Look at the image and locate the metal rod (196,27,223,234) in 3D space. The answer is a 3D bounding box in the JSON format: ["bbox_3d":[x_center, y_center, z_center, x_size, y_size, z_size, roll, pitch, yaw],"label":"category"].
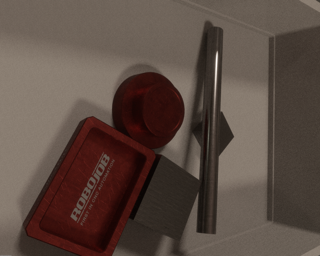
[{"bbox_3d":[0.073,-0.008,0.439,0.025,0.025,0.299,19,69,-39],"label":"metal rod"}]

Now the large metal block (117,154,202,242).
[{"bbox_3d":[-0.003,0.085,0.390,0.080,0.050,0.080,38,67,-34],"label":"large metal block"}]

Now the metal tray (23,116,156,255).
[{"bbox_3d":[-0.071,0.064,0.331,0.090,0.030,0.130,32,70,-21],"label":"metal tray"}]

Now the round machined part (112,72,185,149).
[{"bbox_3d":[-0.007,-0.022,0.392,0.099,0.042,0.097,0,90,-40],"label":"round machined part"}]

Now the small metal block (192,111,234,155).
[{"bbox_3d":[0.083,0.009,0.479,0.050,0.025,0.050,-45,118,-31],"label":"small metal block"}]
